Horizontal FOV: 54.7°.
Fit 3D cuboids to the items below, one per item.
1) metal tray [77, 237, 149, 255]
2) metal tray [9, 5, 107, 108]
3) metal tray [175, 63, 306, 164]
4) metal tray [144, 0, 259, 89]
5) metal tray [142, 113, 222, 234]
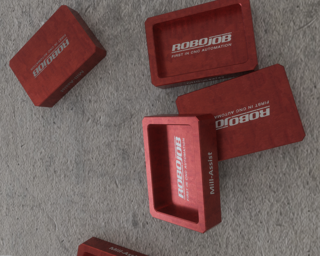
[{"bbox_3d":[-0.055,0.215,0.425,0.130,0.030,0.089,11,94,19],"label":"metal tray"},{"bbox_3d":[-0.154,-0.103,0.461,0.130,0.030,0.090,-39,78,15],"label":"metal tray"},{"bbox_3d":[0.093,-0.013,0.373,0.130,0.030,0.090,-17,84,19],"label":"metal tray"},{"bbox_3d":[0.050,-0.104,0.388,0.130,0.030,0.089,-7,88,19],"label":"metal tray"},{"bbox_3d":[0.024,0.049,0.370,0.090,0.030,0.129,1,98,45],"label":"metal tray"}]
